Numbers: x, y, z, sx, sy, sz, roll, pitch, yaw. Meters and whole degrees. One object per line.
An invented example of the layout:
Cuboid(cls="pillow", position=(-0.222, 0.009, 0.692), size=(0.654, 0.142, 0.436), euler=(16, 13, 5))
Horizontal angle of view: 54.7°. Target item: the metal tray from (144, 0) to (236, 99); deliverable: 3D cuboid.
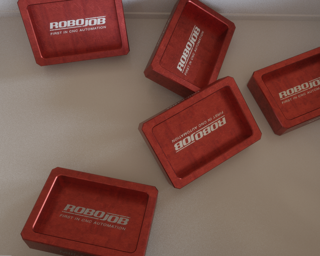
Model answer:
Cuboid(cls="metal tray", position=(0.044, -0.110, 0.430), size=(0.090, 0.030, 0.130), euler=(27, 71, -14))

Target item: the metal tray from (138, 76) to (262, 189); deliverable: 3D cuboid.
Cuboid(cls="metal tray", position=(0.051, 0.004, 0.387), size=(0.131, 0.030, 0.090), euler=(-30, 97, -11))

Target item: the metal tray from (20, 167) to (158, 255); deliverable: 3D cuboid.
Cuboid(cls="metal tray", position=(-0.074, 0.101, 0.354), size=(0.131, 0.030, 0.090), euler=(11, 51, 4))

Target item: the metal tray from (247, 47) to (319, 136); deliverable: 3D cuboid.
Cuboid(cls="metal tray", position=(0.201, -0.055, 0.427), size=(0.131, 0.030, 0.090), euler=(-21, 72, -8))

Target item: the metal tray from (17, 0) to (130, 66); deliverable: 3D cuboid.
Cuboid(cls="metal tray", position=(-0.113, -0.140, 0.426), size=(0.131, 0.089, 0.030), euler=(-9, 30, -3))
